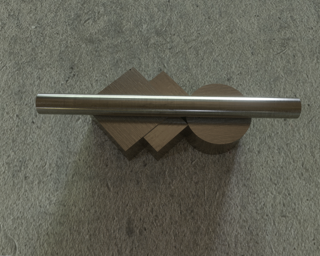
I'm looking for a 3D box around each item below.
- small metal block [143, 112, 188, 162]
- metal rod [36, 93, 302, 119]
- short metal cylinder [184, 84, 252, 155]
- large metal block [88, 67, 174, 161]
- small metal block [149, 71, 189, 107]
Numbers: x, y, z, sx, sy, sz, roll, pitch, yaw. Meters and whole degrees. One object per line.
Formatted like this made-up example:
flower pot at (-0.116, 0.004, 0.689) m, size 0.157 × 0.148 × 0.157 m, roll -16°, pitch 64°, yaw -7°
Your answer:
small metal block at (0.007, 0.012, 0.393) m, size 0.050 × 0.050 × 0.025 m, roll -40°, pitch 75°, yaw -13°
metal rod at (0.010, -0.026, 0.364) m, size 0.302 × 0.025 × 0.025 m, roll 1°, pitch 70°, yaw 0°
short metal cylinder at (0.071, -0.010, 0.400) m, size 0.081 × 0.050 × 0.080 m, roll 0°, pitch 70°, yaw 0°
large metal block at (-0.037, -0.018, 0.401) m, size 0.080 × 0.050 × 0.080 m, roll -40°, pitch 75°, yaw -13°
small metal block at (0.012, -0.040, 0.411) m, size 0.025 × 0.050 × 0.050 m, roll -41°, pitch 76°, yaw -13°
